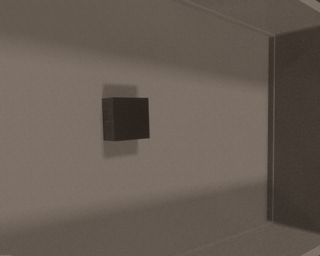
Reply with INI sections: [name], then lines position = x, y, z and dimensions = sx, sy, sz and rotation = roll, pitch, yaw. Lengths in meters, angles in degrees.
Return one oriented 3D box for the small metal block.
[small metal block]
position = -0.041, -0.011, 0.374
dimensions = 0.050, 0.025, 0.050
rotation = -4, 92, -40
